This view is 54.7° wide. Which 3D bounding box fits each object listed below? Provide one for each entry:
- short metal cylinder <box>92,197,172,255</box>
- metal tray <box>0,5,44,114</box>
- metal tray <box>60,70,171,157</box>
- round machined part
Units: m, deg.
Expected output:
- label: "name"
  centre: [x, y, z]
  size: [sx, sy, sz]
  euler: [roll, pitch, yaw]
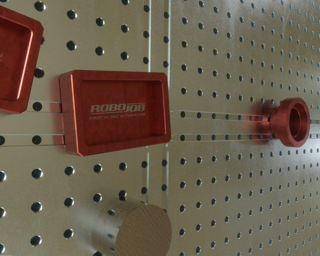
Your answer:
- label: "short metal cylinder"
  centre: [-0.033, 0.126, 0.368]
  size: [0.081, 0.050, 0.079]
  euler: [0, 90, -40]
- label: "metal tray"
  centre: [-0.175, -0.068, 0.259]
  size: [0.131, 0.030, 0.090]
  euler: [14, 81, -39]
- label: "metal tray"
  centre: [-0.047, -0.020, 0.368]
  size: [0.131, 0.030, 0.089]
  euler: [-7, 95, -40]
- label: "round machined part"
  centre: [0.256, -0.011, 0.617]
  size: [0.099, 0.042, 0.097]
  euler: [0, 90, -40]
